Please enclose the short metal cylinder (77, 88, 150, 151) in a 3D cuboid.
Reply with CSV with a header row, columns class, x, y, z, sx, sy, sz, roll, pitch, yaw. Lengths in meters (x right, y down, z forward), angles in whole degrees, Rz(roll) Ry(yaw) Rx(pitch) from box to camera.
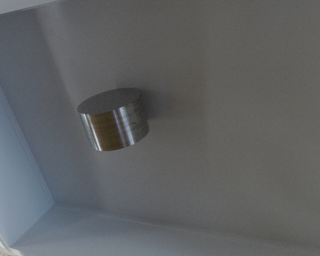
class,x,y,z,sx,sy,sz,roll,pitch,yaw
short metal cylinder,-0.058,-0.013,0.397,0.080,0.080,0.050,1,119,28
